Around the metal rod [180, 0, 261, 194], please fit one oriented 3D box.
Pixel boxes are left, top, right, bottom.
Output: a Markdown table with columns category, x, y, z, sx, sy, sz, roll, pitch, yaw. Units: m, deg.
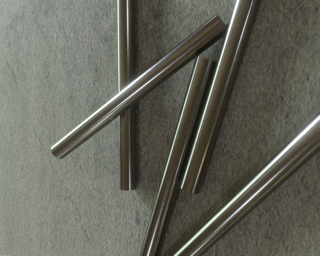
| category | x | y | z | sx | sy | sz | roll | pitch | yaw |
| --- | --- | --- | --- | --- | --- | --- | --- | --- | --- |
| metal rod | 0.075 | -0.067 | 0.342 | 0.025 | 0.025 | 0.298 | 25 | 105 | 37 |

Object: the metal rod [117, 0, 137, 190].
| category | x | y | z | sx | sy | sz | roll | pitch | yaw |
| --- | --- | --- | --- | --- | --- | --- | --- | --- | --- |
| metal rod | -0.047 | -0.063 | 0.441 | 0.025 | 0.025 | 0.298 | -1 | 89 | 39 |

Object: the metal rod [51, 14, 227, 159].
| category | x | y | z | sx | sy | sz | roll | pitch | yaw |
| --- | --- | --- | --- | --- | --- | --- | --- | --- | --- |
| metal rod | -0.042 | -0.041 | 0.408 | 0.299 | 0.025 | 0.025 | -34 | 69 | 25 |

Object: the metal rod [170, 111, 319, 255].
| category | x | y | z | sx | sy | sz | roll | pitch | yaw |
| --- | --- | --- | --- | --- | --- | --- | --- | --- | --- |
| metal rod | 0.083 | 0.086 | 0.335 | 0.025 | 0.025 | 0.298 | 51 | 120 | 27 |

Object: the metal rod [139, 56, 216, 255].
| category | x | y | z | sx | sy | sz | roll | pitch | yaw |
| --- | --- | --- | --- | --- | --- | --- | --- | --- | --- |
| metal rod | 0.016 | 0.061 | 0.390 | 0.025 | 0.025 | 0.298 | 25 | 105 | 37 |
